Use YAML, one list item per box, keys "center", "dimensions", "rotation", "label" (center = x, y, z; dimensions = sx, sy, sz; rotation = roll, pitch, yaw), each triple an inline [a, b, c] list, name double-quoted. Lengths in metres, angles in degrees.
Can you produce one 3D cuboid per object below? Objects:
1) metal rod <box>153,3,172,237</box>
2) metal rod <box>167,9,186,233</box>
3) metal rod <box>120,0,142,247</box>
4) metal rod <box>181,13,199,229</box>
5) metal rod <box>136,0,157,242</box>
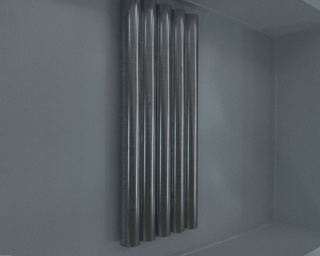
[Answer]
- center: [0.003, -0.010, 0.407]
  dimensions: [0.025, 0.025, 0.298]
  rotation: [0, 90, -40]
  label: "metal rod"
- center: [0.022, -0.010, 0.423]
  dimensions: [0.025, 0.025, 0.298]
  rotation: [0, 90, -40]
  label: "metal rod"
- center: [-0.035, -0.009, 0.375]
  dimensions: [0.025, 0.025, 0.298]
  rotation: [0, 90, -40]
  label: "metal rod"
- center: [0.042, -0.009, 0.440]
  dimensions: [0.025, 0.025, 0.298]
  rotation: [0, 90, -40]
  label: "metal rod"
- center: [-0.017, -0.010, 0.390]
  dimensions: [0.025, 0.025, 0.298]
  rotation: [0, 90, -40]
  label: "metal rod"
